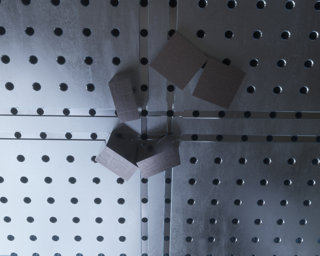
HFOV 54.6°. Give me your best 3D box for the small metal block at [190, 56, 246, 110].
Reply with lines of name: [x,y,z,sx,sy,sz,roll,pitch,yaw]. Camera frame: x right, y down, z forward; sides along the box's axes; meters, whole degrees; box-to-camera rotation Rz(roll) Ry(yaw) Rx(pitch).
small metal block: [0.072,-0.058,0.393,0.050,0.025,0.050,21,109,-8]

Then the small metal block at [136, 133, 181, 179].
small metal block: [-0.002,0.036,0.413,0.050,0.050,0.025,-23,109,8]

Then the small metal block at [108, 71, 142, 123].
small metal block: [-0.041,-0.040,0.385,0.025,0.050,0.050,-12,110,4]

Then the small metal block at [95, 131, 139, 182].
small metal block: [-0.054,0.037,0.413,0.050,0.050,0.025,36,106,-12]

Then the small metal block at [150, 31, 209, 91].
small metal block: [0.023,-0.083,0.383,0.050,0.025,0.050,36,106,-12]
